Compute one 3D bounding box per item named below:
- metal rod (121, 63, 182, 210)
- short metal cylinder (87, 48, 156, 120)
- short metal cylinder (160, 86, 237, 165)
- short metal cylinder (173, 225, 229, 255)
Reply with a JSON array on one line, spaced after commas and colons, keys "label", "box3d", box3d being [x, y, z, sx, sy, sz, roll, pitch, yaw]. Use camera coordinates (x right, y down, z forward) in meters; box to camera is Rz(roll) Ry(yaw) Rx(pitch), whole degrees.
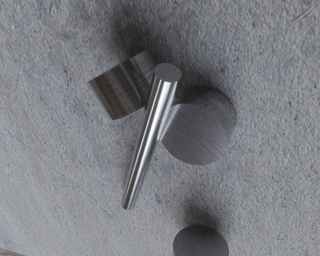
[{"label": "metal rod", "box3d": [-0.023, 0.037, 0.395, 0.025, 0.025, 0.298, 30, 143, 9]}, {"label": "short metal cylinder", "box3d": [-0.036, -0.051, 0.359, 0.080, 0.080, 0.050, -19, 108, 35]}, {"label": "short metal cylinder", "box3d": [0.045, -0.003, 0.365, 0.080, 0.050, 0.079, 13, 124, 21]}, {"label": "short metal cylinder", "box3d": [0.058, 0.193, 0.460, 0.080, 0.080, 0.050, 15, 125, 19]}]
